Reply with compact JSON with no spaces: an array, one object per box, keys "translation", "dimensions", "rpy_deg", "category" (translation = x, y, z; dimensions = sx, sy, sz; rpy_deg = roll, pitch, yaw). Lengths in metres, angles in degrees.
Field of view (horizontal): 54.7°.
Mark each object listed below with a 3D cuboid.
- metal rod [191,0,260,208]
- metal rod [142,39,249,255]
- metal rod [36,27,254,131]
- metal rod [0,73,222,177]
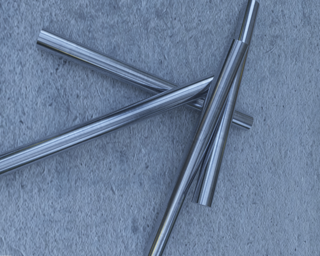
[{"translation":[0.093,-0.044,0.418],"dimensions":[0.025,0.025,0.299],"rpy_deg":[23,73,-19],"category":"metal rod"},{"translation":[0.041,0.036,0.388],"dimensions":[0.025,0.025,0.298],"rpy_deg":[19,97,-19],"category":"metal rod"},{"translation":[-0.005,-0.056,0.406],"dimensions":[0.302,0.025,0.025],"rpy_deg":[20,84,-19],"category":"metal rod"},{"translation":[-0.054,-0.008,0.372],"dimensions":[0.302,0.025,0.025],"rpy_deg":[-22,98,-13],"category":"metal rod"}]
